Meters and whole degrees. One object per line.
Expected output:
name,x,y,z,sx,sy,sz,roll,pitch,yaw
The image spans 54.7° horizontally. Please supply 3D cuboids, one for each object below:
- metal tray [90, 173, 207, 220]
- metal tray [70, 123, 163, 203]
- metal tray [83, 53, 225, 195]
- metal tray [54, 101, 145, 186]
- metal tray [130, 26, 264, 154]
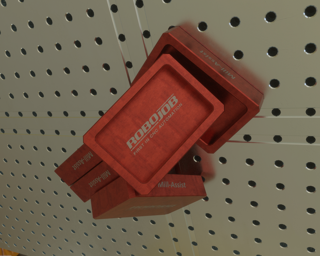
metal tray,-0.013,0.091,0.413,0.090,0.131,0.030,-36,57,39
metal tray,-0.057,0.043,0.422,0.030,0.090,0.129,49,128,-6
metal tray,-0.006,-0.004,0.337,0.090,0.030,0.130,43,84,-2
metal tray,-0.078,0.020,0.420,0.030,0.090,0.129,49,128,-6
metal tray,0.040,-0.041,0.359,0.130,0.030,0.089,39,129,1
